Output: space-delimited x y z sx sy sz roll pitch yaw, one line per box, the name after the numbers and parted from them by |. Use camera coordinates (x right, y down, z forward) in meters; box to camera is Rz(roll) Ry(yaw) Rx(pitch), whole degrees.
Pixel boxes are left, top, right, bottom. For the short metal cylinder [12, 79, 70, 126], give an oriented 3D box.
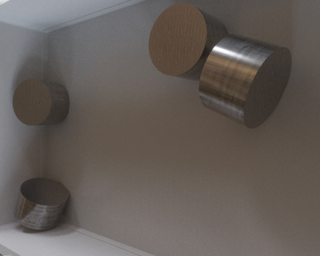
-0.209 -0.044 0.547 0.080 0.050 0.079 1 92 18 | short metal cylinder

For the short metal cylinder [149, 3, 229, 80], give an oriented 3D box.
0.034 -0.098 0.363 0.080 0.050 0.080 0 90 40 | short metal cylinder

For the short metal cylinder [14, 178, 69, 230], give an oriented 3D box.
-0.207 0.131 0.542 0.080 0.081 0.050 35 112 34 | short metal cylinder

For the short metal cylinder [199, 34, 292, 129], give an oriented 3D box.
0.083 -0.046 0.302 0.050 0.081 0.079 31 109 36 | short metal cylinder
